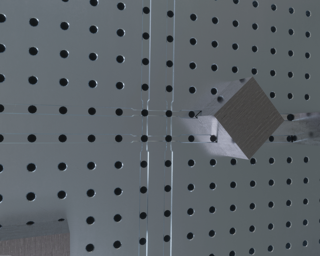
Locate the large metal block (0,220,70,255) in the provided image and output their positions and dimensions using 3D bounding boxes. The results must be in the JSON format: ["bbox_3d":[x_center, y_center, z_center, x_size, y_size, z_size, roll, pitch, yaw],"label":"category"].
[{"bbox_3d":[-0.144,0.154,0.346,0.081,0.050,0.080,0,90,-20],"label":"large metal block"}]

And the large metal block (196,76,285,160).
[{"bbox_3d":[0.114,-0.014,0.441,0.080,0.050,0.080,-44,104,-15],"label":"large metal block"}]

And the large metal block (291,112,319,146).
[{"bbox_3d":[0.267,-0.001,0.481,0.081,0.080,0.050,-5,92,-20],"label":"large metal block"}]
